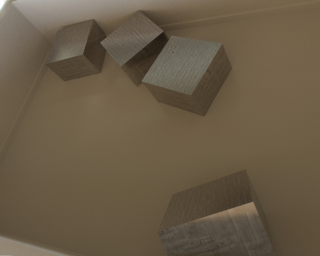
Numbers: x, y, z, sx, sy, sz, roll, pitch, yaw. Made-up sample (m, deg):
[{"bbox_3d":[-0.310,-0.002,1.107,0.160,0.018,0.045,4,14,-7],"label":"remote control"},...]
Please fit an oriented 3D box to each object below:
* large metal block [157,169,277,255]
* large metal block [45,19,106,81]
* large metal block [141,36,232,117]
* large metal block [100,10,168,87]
[{"bbox_3d":[0.052,0.086,0.282,0.080,0.080,0.050,-22,95,14],"label":"large metal block"},{"bbox_3d":[-0.145,-0.136,0.550,0.080,0.050,0.080,-7,58,24],"label":"large metal block"},{"bbox_3d":[0.037,-0.071,0.414,0.080,0.050,0.080,21,73,36],"label":"large metal block"},{"bbox_3d":[-0.034,-0.125,0.484,0.080,0.050,0.080,-40,51,1],"label":"large metal block"}]
